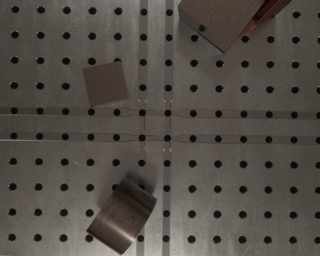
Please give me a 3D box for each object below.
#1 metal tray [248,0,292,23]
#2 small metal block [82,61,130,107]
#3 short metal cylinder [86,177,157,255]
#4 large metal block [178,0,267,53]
[{"bbox_3d":[0.121,-0.208,0.382,0.030,0.090,0.129,-24,90,0],"label":"metal tray"},{"bbox_3d":[-0.071,-0.058,0.412,0.050,0.025,0.050,-12,90,-1],"label":"small metal block"},{"bbox_3d":[-0.047,0.108,0.385,0.050,0.080,0.080,35,90,-1],"label":"short metal cylinder"},{"bbox_3d":[0.080,-0.157,0.396,0.080,0.050,0.080,38,96,2],"label":"large metal block"}]
